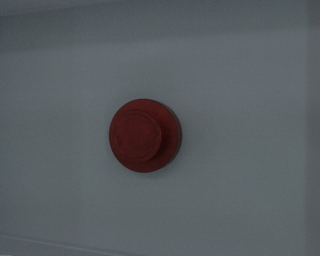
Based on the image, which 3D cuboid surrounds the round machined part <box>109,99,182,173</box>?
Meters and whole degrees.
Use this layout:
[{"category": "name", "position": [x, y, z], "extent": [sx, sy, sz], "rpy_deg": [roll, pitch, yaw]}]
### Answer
[{"category": "round machined part", "position": [-0.024, 0.010, 0.405], "extent": [0.098, 0.042, 0.097], "rpy_deg": [0, 90, 19]}]
